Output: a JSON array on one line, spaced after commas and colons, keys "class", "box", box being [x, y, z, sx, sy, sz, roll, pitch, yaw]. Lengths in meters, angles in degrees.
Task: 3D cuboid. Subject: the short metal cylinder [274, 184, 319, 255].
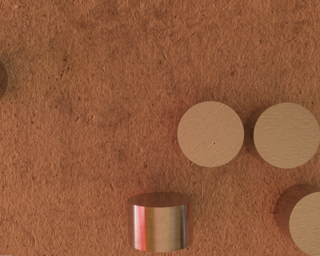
[{"class": "short metal cylinder", "box": [0.196, 0.116, 0.399, 0.081, 0.050, 0.080, 0, 90, 0]}]

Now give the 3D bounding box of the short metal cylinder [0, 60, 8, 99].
[{"class": "short metal cylinder", "box": [-0.247, -0.065, 0.395, 0.081, 0.050, 0.080, 0, 90, 0]}]

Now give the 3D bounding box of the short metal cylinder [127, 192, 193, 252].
[{"class": "short metal cylinder", "box": [0.001, 0.113, 0.382, 0.081, 0.080, 0.050, -1, 90, 0]}]

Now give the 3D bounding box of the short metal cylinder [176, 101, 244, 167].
[{"class": "short metal cylinder", "box": [0.061, 0.007, 0.398, 0.081, 0.050, 0.080, 0, 90, 0]}]

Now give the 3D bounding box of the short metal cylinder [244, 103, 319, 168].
[{"class": "short metal cylinder", "box": [0.153, 0.009, 0.398, 0.081, 0.050, 0.080, 0, 90, 0]}]
